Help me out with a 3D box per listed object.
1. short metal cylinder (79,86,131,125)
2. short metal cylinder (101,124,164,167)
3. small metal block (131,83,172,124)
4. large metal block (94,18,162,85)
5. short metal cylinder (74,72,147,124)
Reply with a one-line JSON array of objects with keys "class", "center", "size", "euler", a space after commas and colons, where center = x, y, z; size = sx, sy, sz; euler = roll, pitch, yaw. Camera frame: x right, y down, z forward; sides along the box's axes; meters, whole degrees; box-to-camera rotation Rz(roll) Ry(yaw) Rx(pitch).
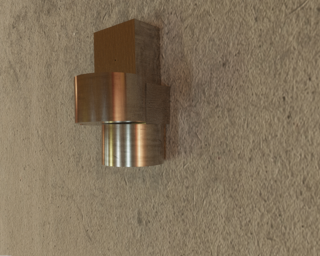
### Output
[{"class": "short metal cylinder", "center": [-0.071, -0.030, 0.430], "size": [0.080, 0.081, 0.050], "euler": [-3, 89, 40]}, {"class": "short metal cylinder", "center": [-0.035, 0.020, 0.401], "size": [0.080, 0.081, 0.050], "euler": [0, 90, 40]}, {"class": "small metal block", "center": [-0.010, -0.030, 0.401], "size": [0.025, 0.050, 0.050], "euler": [1, 91, 40]}, {"class": "large metal block", "center": [-0.045, -0.095, 0.429], "size": [0.080, 0.050, 0.080], "euler": [-2, 89, 40]}, {"class": "short metal cylinder", "center": [-0.056, -0.031, 0.352], "size": [0.080, 0.081, 0.050], "euler": [-3, 89, 40]}]
